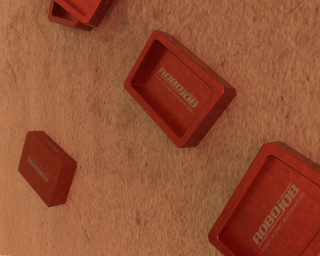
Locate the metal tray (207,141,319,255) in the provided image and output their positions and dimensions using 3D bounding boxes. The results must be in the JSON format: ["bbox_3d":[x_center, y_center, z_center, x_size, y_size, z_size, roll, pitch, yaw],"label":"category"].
[{"bbox_3d":[0.115,0.089,0.305,0.090,0.030,0.129,38,113,33],"label":"metal tray"}]

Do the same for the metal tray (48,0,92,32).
[{"bbox_3d":[-0.138,-0.234,0.512,0.090,0.030,0.129,24,105,37],"label":"metal tray"}]

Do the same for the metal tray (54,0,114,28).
[{"bbox_3d":[-0.099,-0.227,0.450,0.090,0.030,0.129,40,107,10],"label":"metal tray"}]

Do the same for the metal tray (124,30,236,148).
[{"bbox_3d":[0.018,-0.049,0.384,0.130,0.030,0.089,48,118,29],"label":"metal tray"}]

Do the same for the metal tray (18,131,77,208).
[{"bbox_3d":[-0.212,0.072,0.573,0.130,0.030,0.089,33,110,35],"label":"metal tray"}]
